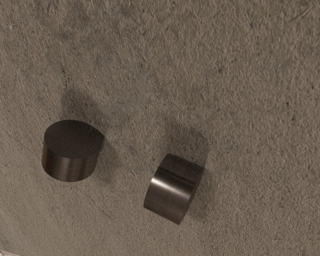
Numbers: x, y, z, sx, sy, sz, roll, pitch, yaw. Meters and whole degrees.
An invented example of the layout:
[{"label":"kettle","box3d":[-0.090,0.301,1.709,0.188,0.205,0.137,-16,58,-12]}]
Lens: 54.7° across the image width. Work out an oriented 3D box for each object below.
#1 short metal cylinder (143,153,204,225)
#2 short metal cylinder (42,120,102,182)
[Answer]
[{"label":"short metal cylinder","box3d":[0.020,0.080,0.409,0.050,0.080,0.079,23,127,14]},{"label":"short metal cylinder","box3d":[-0.131,0.033,0.458,0.080,0.080,0.050,30,128,9]}]
